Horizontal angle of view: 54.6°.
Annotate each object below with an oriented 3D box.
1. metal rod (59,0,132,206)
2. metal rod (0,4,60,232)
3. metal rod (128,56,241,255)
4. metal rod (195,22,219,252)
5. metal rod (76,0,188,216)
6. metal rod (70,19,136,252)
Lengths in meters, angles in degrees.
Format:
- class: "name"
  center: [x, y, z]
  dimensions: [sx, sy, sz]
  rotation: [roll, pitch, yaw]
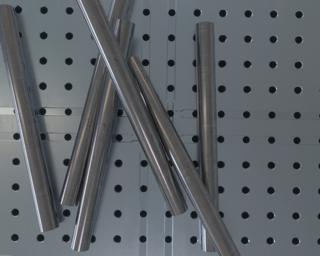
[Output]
- class: "metal rod"
  center: [-0.084, -0.044, 0.412]
  dimensions: [0.025, 0.025, 0.299]
  rotation: [15, 90, 0]
- class: "metal rod"
  center: [-0.177, -0.013, 0.412]
  dimensions: [0.025, 0.025, 0.299]
  rotation: [-12, 90, 0]
- class: "metal rod"
  center: [0.028, 0.043, 0.396]
  dimensions: [0.025, 0.025, 0.299]
  rotation: [-27, 83, 0]
- class: "metal rod"
  center: [0.063, 0.012, 0.413]
  dimensions: [0.025, 0.025, 0.298]
  rotation: [-2, 90, 0]
- class: "metal rod"
  center: [-0.031, -0.024, 0.380]
  dimensions: [0.025, 0.025, 0.299]
  rotation: [-23, 103, 0]
- class: "metal rod"
  center: [-0.075, 0.013, 0.401]
  dimensions: [0.025, 0.025, 0.298]
  rotation: [12, 95, 0]
